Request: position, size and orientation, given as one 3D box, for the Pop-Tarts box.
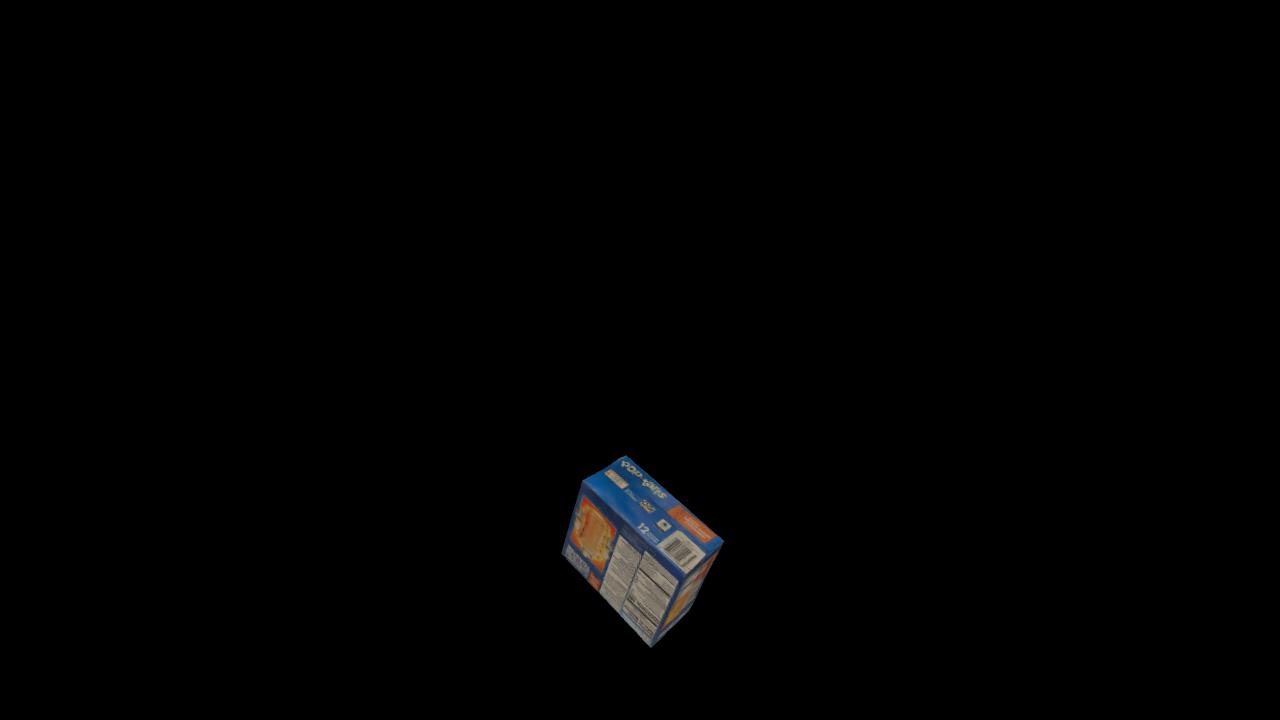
[{"bbox_3d":[-0.002,0.230,0.753,0.167,0.141,0.083,37,37,29],"label":"Pop-Tarts box"}]
